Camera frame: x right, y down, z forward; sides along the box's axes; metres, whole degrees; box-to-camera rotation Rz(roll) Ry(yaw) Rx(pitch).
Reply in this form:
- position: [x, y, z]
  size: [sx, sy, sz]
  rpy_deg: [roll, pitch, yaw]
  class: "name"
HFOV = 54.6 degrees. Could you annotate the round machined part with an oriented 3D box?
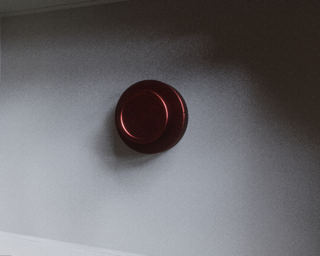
- position: [-0.016, -0.015, 0.404]
  size: [0.098, 0.042, 0.097]
  rpy_deg: [0, 90, 20]
  class: "round machined part"
